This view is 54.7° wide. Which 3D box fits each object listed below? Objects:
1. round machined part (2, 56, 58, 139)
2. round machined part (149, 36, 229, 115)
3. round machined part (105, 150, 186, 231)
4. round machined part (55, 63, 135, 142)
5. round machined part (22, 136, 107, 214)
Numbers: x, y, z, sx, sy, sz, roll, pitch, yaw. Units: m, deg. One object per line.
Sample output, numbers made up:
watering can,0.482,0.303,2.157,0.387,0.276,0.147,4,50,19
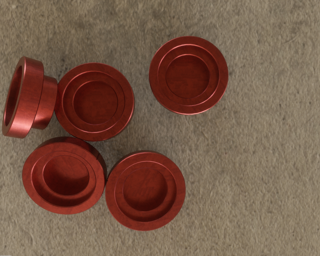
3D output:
round machined part,-0.158,-0.035,0.380,0.042,0.098,0.097,14,90,-34
round machined part,0.035,-0.065,0.402,0.099,0.042,0.097,0,90,-1
round machined part,-0.020,0.076,0.396,0.099,0.042,0.097,-1,94,-10
round machined part,-0.081,-0.031,0.399,0.099,0.042,0.097,0,88,0
round machined part,-0.116,0.056,0.391,0.099,0.042,0.097,-1,109,-2
